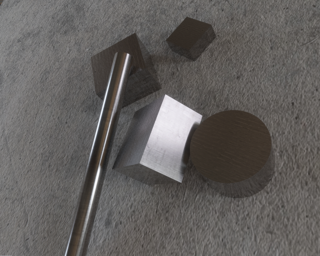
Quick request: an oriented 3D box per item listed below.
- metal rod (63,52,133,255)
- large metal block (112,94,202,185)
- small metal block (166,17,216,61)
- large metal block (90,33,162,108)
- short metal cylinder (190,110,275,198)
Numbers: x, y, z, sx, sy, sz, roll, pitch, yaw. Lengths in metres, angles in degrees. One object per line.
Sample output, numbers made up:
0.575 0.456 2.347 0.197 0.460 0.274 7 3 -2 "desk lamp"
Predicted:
-0.077 0.046 0.381 0.025 0.025 0.299 3 74 30 "metal rod"
-0.005 0.018 0.356 0.080 0.050 0.080 -22 44 59 "large metal block"
0.046 -0.133 0.462 0.050 0.025 0.050 35 81 38 "small metal block"
-0.053 -0.083 0.467 0.080 0.050 0.080 -25 53 12 "large metal block"
0.078 0.028 0.328 0.080 0.050 0.080 -11 58 19 "short metal cylinder"
